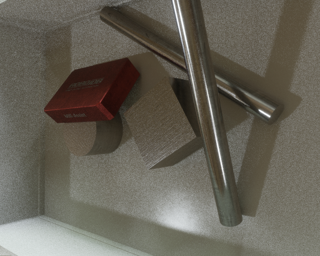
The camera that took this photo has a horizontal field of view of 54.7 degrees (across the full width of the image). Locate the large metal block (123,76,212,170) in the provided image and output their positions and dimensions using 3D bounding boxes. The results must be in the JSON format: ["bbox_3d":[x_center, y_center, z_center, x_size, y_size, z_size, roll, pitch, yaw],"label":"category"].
[{"bbox_3d":[0.012,-0.005,0.379,0.080,0.050,0.080,-38,67,33],"label":"large metal block"}]

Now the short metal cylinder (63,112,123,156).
[{"bbox_3d":[-0.103,0.002,0.473,0.080,0.050,0.079,0,90,39],"label":"short metal cylinder"}]

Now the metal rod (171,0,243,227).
[{"bbox_3d":[0.043,-0.036,0.298,0.025,0.025,0.298,0,113,40],"label":"metal rod"}]

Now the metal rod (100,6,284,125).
[{"bbox_3d":[0.018,-0.093,0.390,0.300,0.025,0.025,39,114,32],"label":"metal rod"}]

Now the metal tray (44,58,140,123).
[{"bbox_3d":[-0.101,-0.052,0.452,0.130,0.030,0.090,-2,50,39],"label":"metal tray"}]
